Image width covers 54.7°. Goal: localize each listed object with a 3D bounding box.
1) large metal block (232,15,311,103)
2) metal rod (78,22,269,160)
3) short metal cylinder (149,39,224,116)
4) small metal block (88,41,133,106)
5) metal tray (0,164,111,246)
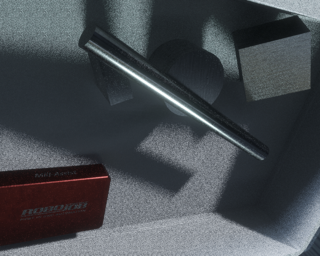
[{"bbox_3d":[0.143,-0.087,0.399,0.080,0.050,0.080,-12,129,12],"label":"large metal block"},{"bbox_3d":[0.042,-0.022,0.354,0.301,0.025,0.025,29,102,-38],"label":"metal rod"},{"bbox_3d":[0.029,-0.061,0.372,0.081,0.050,0.079,-14,124,-21],"label":"short metal cylinder"},{"bbox_3d":[-0.054,-0.059,0.328,0.025,0.050,0.050,-22,127,-16],"label":"small metal block"},{"bbox_3d":[-0.135,0.094,0.391,0.131,0.030,0.089,-1,119,-28],"label":"metal tray"}]
